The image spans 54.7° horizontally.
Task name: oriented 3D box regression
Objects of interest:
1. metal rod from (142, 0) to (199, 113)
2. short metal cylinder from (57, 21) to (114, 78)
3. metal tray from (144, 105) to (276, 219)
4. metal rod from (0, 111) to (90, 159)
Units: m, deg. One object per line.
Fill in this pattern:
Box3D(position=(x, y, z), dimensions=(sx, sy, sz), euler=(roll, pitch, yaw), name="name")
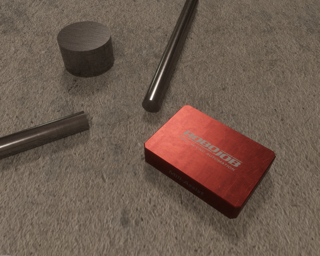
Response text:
Box3D(position=(0.026, -0.141, 0.521), dimensions=(0.025, 0.025, 0.300), euler=(12, 51, 9), name="metal rod")
Box3D(position=(-0.116, -0.125, 0.491), dimensions=(0.081, 0.050, 0.080), euler=(0, 50, 0), name="short metal cylinder")
Box3D(position=(0.057, 0.034, 0.372), dimensions=(0.130, 0.030, 0.090), euler=(32, 56, 23), name="metal tray")
Box3D(position=(-0.234, 0.038, 0.367), dimensions=(0.302, 0.025, 0.025), euler=(-20, 53, -17), name="metal rod")
